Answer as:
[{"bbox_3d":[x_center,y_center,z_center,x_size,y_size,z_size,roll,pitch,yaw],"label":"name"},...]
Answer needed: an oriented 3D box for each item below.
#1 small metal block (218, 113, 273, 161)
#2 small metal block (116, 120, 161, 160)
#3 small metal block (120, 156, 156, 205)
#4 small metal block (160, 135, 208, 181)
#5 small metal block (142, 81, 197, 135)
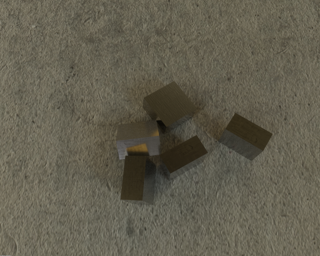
[{"bbox_3d":[0.106,0.012,0.391,0.050,0.050,0.025,31,73,10],"label":"small metal block"},{"bbox_3d":[-0.027,0.014,0.387,0.050,0.050,0.025,-7,113,-2],"label":"small metal block"},{"bbox_3d":[-0.024,0.063,0.369,0.025,0.050,0.050,0,71,13],"label":"small metal block"},{"bbox_3d":[0.028,0.038,0.381,0.050,0.050,0.025,-28,73,-10],"label":"small metal block"},{"bbox_3d":[0.012,-0.027,0.414,0.050,0.025,0.050,-32,73,-20],"label":"small metal block"}]
